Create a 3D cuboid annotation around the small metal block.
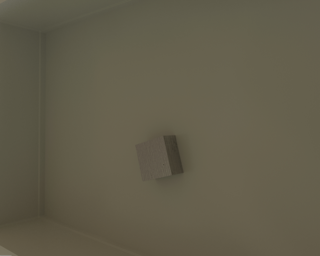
[{"bbox_3d":[-0.001,0.040,0.406,0.050,0.025,0.050,-20,78,38],"label":"small metal block"}]
